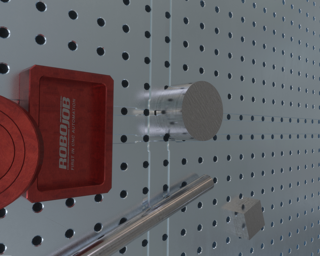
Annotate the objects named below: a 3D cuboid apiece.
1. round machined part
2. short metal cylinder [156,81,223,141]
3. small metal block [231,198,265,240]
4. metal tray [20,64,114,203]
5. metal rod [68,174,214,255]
[{"bbox_3d":[-0.148,0.020,0.257,0.099,0.042,0.097,1,87,-11],"label":"round machined part"},{"bbox_3d":[0.042,-0.023,0.428,0.081,0.050,0.079,0,90,-40],"label":"short metal cylinder"},{"bbox_3d":[0.155,0.157,0.540,0.050,0.025,0.050,-24,105,-38],"label":"small metal block"},{"bbox_3d":[-0.096,0.006,0.325,0.091,0.030,0.129,2,89,-40],"label":"metal tray"},{"bbox_3d":[-0.038,0.126,0.377,0.302,0.025,0.025,-22,104,-38],"label":"metal rod"}]
